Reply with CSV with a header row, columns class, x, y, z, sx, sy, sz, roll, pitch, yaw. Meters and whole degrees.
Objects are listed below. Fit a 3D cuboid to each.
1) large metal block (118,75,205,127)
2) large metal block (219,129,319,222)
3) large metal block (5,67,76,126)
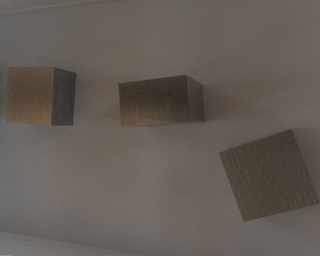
class,x,y,z,sx,sy,sz,roll,pitch,yaw
large metal block,0.005,-0.029,0.379,0.080,0.080,0.050,-4,89,19
large metal block,0.123,0.052,0.354,0.080,0.050,0.080,-21,83,18
large metal block,-0.175,-0.046,0.457,0.080,0.050,0.079,4,91,19
